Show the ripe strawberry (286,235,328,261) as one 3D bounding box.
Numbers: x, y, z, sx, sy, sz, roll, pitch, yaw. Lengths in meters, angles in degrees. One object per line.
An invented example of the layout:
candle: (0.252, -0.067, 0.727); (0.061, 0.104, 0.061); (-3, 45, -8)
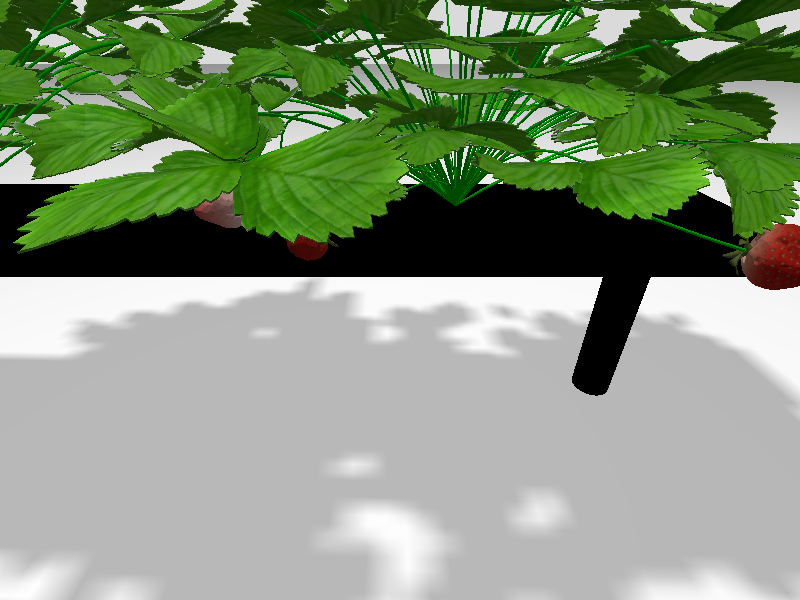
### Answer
ripe strawberry: (-0.061, -0.039, 0.261); (0.027, 0.028, 0.024); (-28, 42, -36)

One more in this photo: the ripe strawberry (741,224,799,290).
ripe strawberry: (0.218, -0.023, 0.225); (0.038, 0.037, 0.041); (26, 40, 34)

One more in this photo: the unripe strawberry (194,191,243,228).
unripe strawberry: (-0.136, -0.073, 0.305); (0.038, 0.037, 0.042); (-9, 33, -13)
